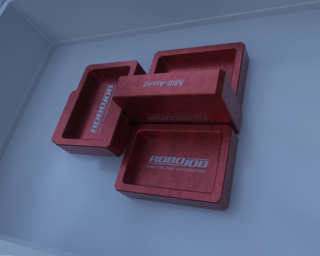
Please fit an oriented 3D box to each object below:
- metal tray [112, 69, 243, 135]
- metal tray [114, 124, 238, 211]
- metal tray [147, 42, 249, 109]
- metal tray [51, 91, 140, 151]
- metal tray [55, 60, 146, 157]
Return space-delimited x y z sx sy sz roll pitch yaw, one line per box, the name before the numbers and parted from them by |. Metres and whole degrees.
metal tray | 0.022 -0.026 0.365 0.130 0.090 0.030 1 63 28
metal tray | 0.019 0.041 0.364 0.130 0.030 0.090 1 62 28
metal tray | 0.046 -0.065 0.416 0.130 0.030 0.090 1 62 28
metal tray | -0.086 -0.012 0.449 0.130 0.030 0.090 1 62 28
metal tray | -0.077 -0.028 0.417 0.090 0.030 0.130 1 62 28
